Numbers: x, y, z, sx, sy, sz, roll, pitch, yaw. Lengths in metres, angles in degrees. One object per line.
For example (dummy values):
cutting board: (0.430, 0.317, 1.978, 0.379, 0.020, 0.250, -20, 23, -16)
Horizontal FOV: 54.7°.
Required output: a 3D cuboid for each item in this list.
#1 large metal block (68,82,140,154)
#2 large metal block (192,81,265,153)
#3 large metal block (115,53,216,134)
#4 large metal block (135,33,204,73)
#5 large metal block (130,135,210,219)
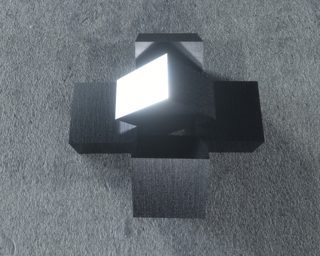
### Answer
large metal block: (-0.067, -0.012, 0.399, 0.081, 0.050, 0.080, 0, 70, -1)
large metal block: (0.082, -0.013, 0.399, 0.081, 0.050, 0.080, 0, 70, -1)
large metal block: (0.007, -0.033, 0.357, 0.080, 0.080, 0.050, -19, 64, 40)
large metal block: (0.011, -0.094, 0.408, 0.081, 0.080, 0.050, 0, 114, 0)
large metal block: (0.011, 0.055, 0.354, 0.081, 0.079, 0.050, 1, 27, 1)
